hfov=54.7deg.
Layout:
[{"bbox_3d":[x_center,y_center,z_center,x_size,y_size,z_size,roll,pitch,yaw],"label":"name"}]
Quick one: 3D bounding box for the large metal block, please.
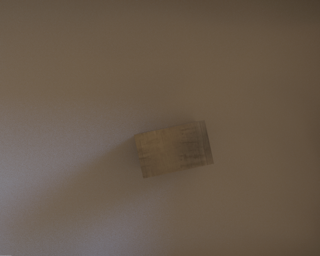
[{"bbox_3d":[0.015,0.024,0.384,0.080,0.080,0.050,-12,90,0],"label":"large metal block"}]
